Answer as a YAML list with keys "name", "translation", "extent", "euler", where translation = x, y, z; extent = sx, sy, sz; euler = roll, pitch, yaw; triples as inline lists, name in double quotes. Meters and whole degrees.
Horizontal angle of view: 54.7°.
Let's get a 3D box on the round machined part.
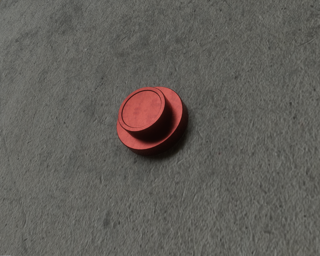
- name: "round machined part"
  translation: [-0.016, -0.015, 0.410]
  extent: [0.098, 0.042, 0.098]
  euler: [-13, 56, 20]
